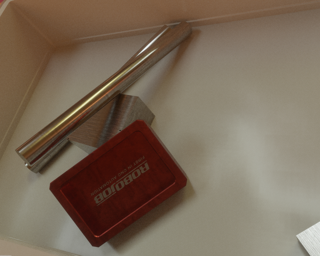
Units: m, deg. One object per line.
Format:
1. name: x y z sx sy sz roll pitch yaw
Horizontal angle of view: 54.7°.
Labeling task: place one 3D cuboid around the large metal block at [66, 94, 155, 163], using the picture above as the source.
1. large metal block: -0.066 -0.001 0.423 0.080 0.050 0.080 12 68 33

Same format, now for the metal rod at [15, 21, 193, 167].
1. metal rod: -0.055 -0.060 0.409 0.025 0.025 0.301 23 55 36

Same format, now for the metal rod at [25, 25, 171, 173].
1. metal rod: -0.090 -0.047 0.479 0.300 0.025 0.025 -45 51 -4

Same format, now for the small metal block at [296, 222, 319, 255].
1. small metal block: 0.154 0.103 0.262 0.050 0.025 0.050 -34 52 6

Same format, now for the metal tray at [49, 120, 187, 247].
1. metal tray: -0.046 0.061 0.355 0.130 0.030 0.090 -36 91 3
